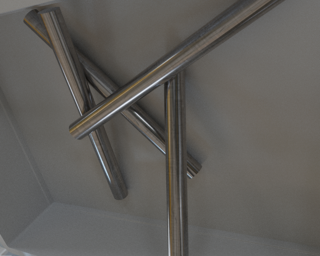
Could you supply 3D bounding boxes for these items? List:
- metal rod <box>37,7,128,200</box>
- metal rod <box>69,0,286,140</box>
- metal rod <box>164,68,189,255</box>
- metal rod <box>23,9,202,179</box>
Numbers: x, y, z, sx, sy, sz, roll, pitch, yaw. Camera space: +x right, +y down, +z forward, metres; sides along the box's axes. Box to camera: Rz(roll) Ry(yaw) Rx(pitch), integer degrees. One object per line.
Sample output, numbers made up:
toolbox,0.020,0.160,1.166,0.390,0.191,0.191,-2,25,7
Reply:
metal rod,-0.094,-0.011,0.428,0.025,0.025,0.298,5,128,26
metal rod,0.003,-0.063,0.338,0.299,0.025,0.025,-31,101,28
metal rod,0.020,0.080,0.369,0.025,0.025,0.298,0,94,28
metal rod,-0.061,-0.043,0.413,0.300,0.025,0.025,43,129,-2
